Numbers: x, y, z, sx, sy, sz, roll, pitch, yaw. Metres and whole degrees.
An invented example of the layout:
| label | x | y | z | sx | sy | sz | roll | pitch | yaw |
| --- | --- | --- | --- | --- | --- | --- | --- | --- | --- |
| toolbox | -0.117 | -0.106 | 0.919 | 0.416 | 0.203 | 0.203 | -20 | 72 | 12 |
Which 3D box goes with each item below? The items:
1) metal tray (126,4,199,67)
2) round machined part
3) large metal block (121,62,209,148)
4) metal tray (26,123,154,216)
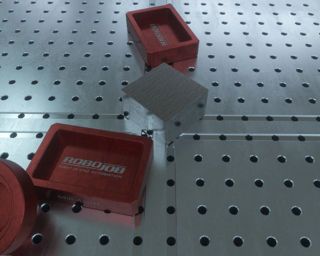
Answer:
| label | x | y | z | sx | sy | sz | roll | pitch | yaw |
| --- | --- | --- | --- | --- | --- | --- | --- | --- | --- |
| metal tray | 0.001 | -0.165 | 0.543 | 0.091 | 0.030 | 0.130 | -16 | 52 | -13 |
| round machined part | -0.166 | 0.079 | 0.310 | 0.098 | 0.042 | 0.098 | -2 | 80 | 12 |
| large metal block | 0.006 | -0.034 | 0.420 | 0.080 | 0.050 | 0.080 | 37 | 59 | 27 |
| metal tray | -0.080 | 0.045 | 0.365 | 0.131 | 0.030 | 0.090 | 9 | 50 | 7 |
